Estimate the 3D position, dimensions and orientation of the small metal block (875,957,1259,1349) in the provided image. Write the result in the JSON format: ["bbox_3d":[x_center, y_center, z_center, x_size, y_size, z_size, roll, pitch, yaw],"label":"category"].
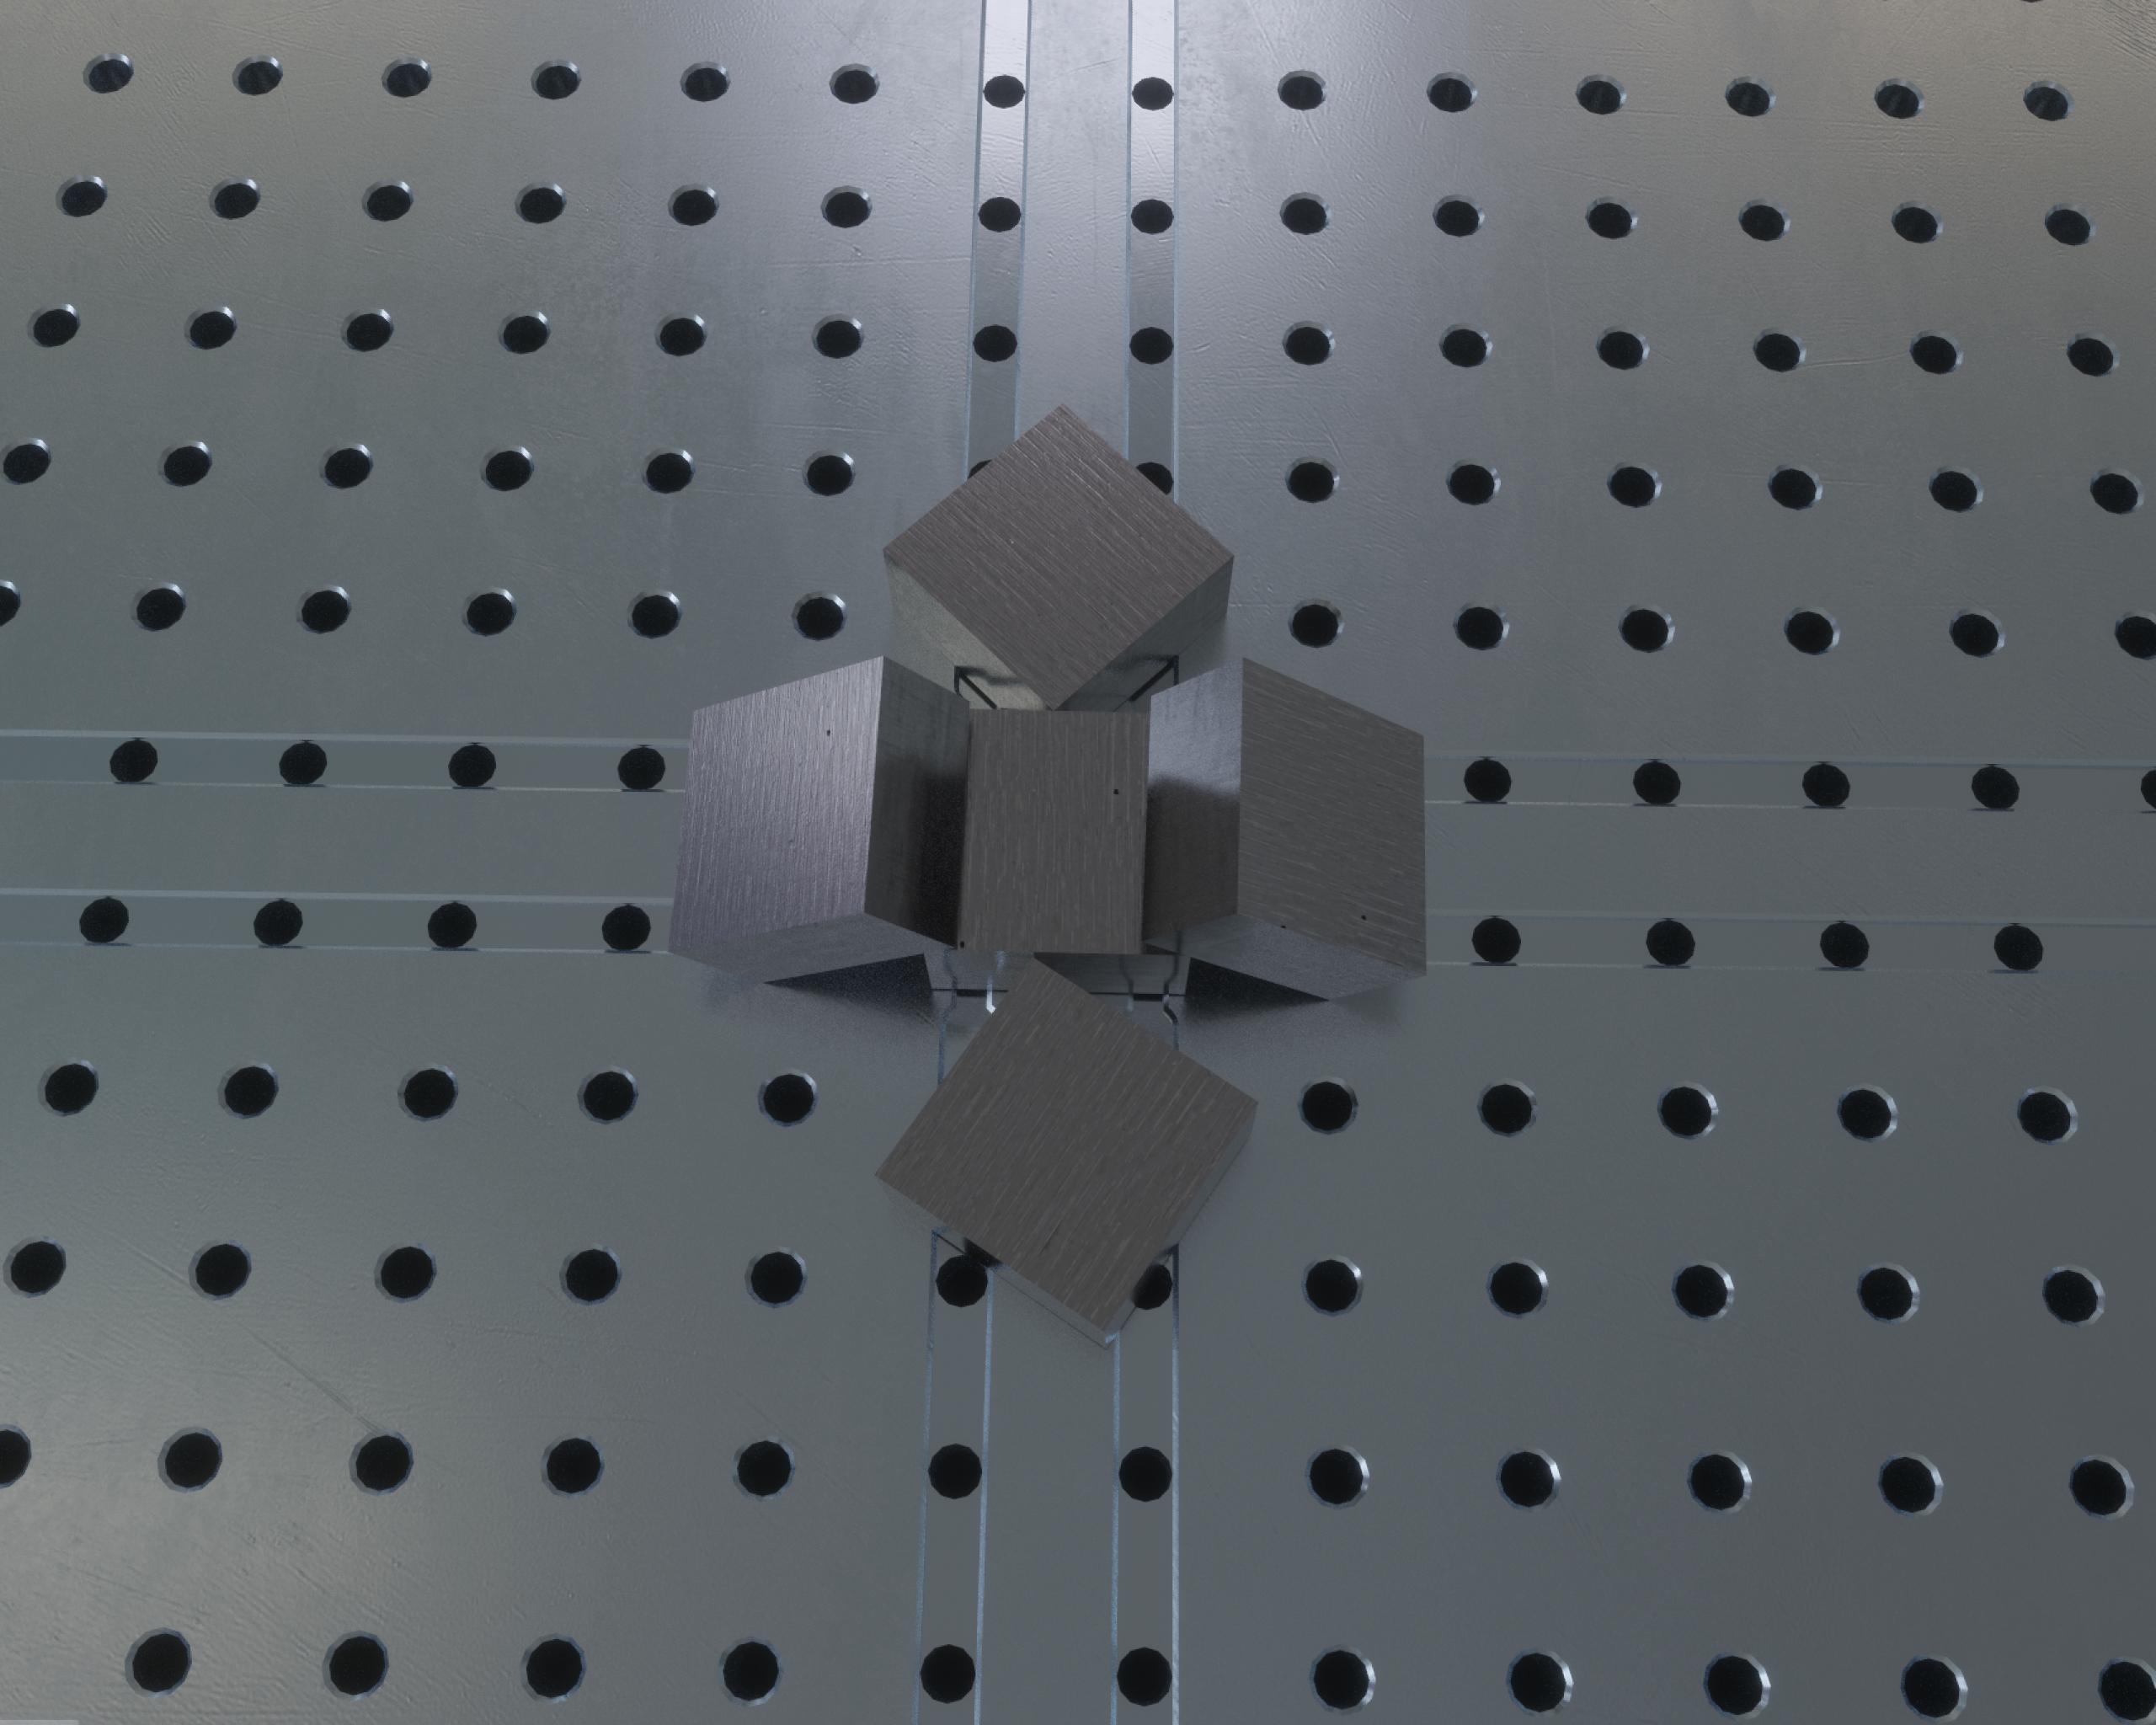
[{"bbox_3d":[-0.002,0.054,0.391,0.050,0.025,0.050,32,74,12],"label":"small metal block"}]

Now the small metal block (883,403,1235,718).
[{"bbox_3d":[-0.004,-0.058,0.433,0.050,0.025,0.050,-42,75,-14],"label":"small metal block"}]

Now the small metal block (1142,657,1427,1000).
[{"bbox_3d":[0.040,-0.005,0.399,0.050,0.025,0.050,19,65,-37],"label":"small metal block"}]

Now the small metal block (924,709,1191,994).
[{"bbox_3d":[-0.003,-0.002,0.412,0.050,0.025,0.050,1,69,0],"label":"small metal block"}]

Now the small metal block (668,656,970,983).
[{"bbox_3d":[-0.049,-0.007,0.401,0.050,0.025,0.050,-12,67,35],"label":"small metal block"}]
